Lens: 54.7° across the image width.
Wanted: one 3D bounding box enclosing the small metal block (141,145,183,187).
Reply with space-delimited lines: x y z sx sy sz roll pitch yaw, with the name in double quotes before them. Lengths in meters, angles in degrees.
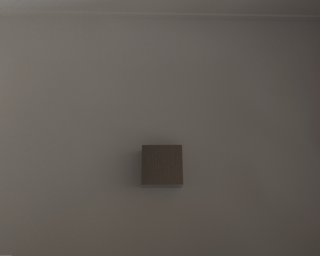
"small metal block" 0.003 0.049 0.392 0.050 0.025 0.050 0 70 -1
